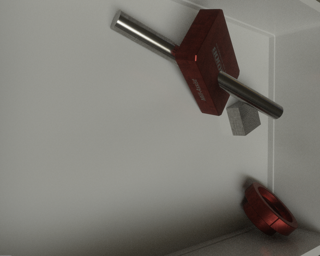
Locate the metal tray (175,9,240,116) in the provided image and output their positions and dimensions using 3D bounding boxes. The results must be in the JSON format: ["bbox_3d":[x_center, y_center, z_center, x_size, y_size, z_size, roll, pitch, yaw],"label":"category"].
[{"bbox_3d":[0.073,-0.089,0.439,0.090,0.030,0.130,-63,145,-21],"label":"metal tray"}]

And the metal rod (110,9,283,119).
[{"bbox_3d":[0.070,-0.077,0.437,0.302,0.025,0.025,23,75,-29],"label":"metal rod"}]

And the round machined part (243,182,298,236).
[{"bbox_3d":[0.181,0.143,0.528,0.098,0.098,0.042,26,112,-37],"label":"round machined part"}]

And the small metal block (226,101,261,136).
[{"bbox_3d":[0.144,-0.020,0.530,0.050,0.025,0.050,-29,108,-36],"label":"small metal block"}]
